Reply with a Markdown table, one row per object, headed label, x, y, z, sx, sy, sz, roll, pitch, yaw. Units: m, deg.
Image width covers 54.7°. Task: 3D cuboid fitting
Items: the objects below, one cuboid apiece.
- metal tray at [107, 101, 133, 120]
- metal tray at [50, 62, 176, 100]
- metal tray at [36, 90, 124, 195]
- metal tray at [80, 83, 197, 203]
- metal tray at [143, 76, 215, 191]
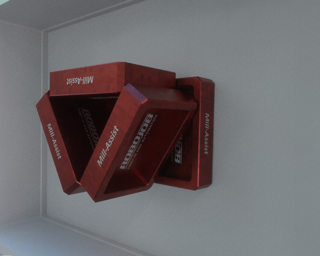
| label | x | y | z | sx | sy | sz | roll | pitch | yaw |
| --- | --- | --- | --- | --- | --- | --- | --- | --- | --- |
| metal tray | -0.050 | 0.003 | 0.445 | 0.090 | 0.030 | 0.129 | 1 | 90 | 40 |
| metal tray | -0.058 | -0.052 | 0.370 | 0.130 | 0.091 | 0.030 | 3 | 92 | 40 |
| metal tray | -0.096 | 0.015 | 0.402 | 0.030 | 0.091 | 0.130 | -39 | 67 | 34 |
| metal tray | -0.023 | 0.018 | 0.341 | 0.030 | 0.091 | 0.129 | 43 | 116 | 32 |
| metal tray | 0.020 | 0.005 | 0.386 | 0.090 | 0.030 | 0.129 | 2 | 90 | 40 |
